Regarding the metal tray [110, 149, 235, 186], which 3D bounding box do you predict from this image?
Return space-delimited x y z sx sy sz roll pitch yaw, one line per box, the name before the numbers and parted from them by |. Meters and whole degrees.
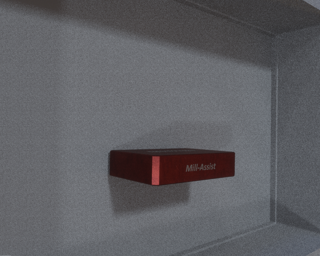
metal tray | 0.017 0.043 0.377 0.131 0.090 0.030 2 89 -40
